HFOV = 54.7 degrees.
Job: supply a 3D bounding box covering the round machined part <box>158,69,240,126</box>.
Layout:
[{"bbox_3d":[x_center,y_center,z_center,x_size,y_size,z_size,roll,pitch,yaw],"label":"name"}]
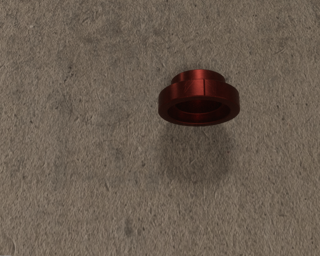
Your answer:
[{"bbox_3d":[0.047,-0.038,0.384,0.099,0.098,0.042,1,70,0],"label":"round machined part"}]
